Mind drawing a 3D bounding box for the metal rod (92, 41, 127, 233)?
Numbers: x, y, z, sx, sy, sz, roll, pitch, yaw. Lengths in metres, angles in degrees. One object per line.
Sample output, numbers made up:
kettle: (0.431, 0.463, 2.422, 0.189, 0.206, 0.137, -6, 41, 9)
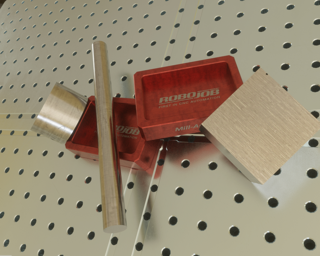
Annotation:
metal rod: (-0.073, -0.012, 0.415, 0.025, 0.025, 0.299, -23, 53, 15)

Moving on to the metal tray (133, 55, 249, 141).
metal tray: (0.036, -0.039, 0.386, 0.131, 0.030, 0.090, -10, 56, 3)

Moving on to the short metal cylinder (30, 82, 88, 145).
short metal cylinder: (-0.149, -0.022, 0.461, 0.080, 0.050, 0.080, -49, 23, 31)

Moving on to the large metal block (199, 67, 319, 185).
large metal block: (0.098, 0.000, 0.318, 0.080, 0.050, 0.080, -44, 82, -2)

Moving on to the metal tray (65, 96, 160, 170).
metal tray: (-0.062, 0.003, 0.435, 0.130, 0.030, 0.090, 7, 65, 31)
